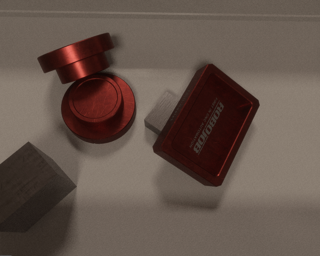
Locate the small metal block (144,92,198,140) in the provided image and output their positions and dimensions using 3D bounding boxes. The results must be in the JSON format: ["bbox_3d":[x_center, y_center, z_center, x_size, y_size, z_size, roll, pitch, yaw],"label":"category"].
[{"bbox_3d":[0.015,-0.012,0.414,0.050,0.025,0.050,35,73,11],"label":"small metal block"}]

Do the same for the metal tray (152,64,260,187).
[{"bbox_3d":[0.061,-0.004,0.390,0.090,0.030,0.130,35,72,-14],"label":"metal tray"}]

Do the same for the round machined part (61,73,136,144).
[{"bbox_3d":[-0.082,-0.031,0.411,0.099,0.042,0.098,0,70,-1],"label":"round machined part"}]

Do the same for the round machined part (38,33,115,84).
[{"bbox_3d":[-0.106,-0.090,0.413,0.099,0.098,0.042,-23,107,-8],"label":"round machined part"}]

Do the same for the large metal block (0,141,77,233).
[{"bbox_3d":[-0.152,0.071,0.353,0.080,0.080,0.050,-42,76,-14],"label":"large metal block"}]
